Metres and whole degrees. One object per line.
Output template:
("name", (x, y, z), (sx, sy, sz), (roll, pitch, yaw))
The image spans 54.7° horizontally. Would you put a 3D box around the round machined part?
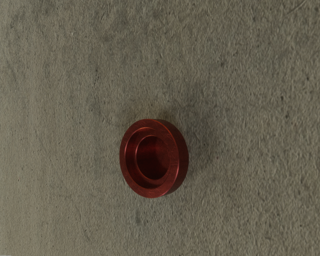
("round machined part", (-0.003, 0.037, 0.396), (0.098, 0.042, 0.097), (0, 90, 39))
